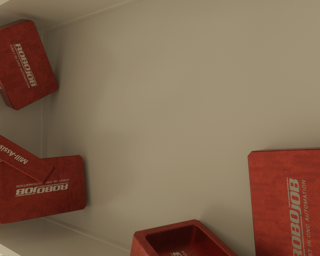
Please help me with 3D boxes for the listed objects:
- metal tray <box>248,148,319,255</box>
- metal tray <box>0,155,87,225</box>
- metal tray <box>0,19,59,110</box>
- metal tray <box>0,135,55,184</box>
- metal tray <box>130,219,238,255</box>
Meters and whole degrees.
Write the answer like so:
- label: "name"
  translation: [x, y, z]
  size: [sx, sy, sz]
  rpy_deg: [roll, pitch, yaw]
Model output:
- label: "metal tray"
  translation: [0.136, 0.084, 0.291]
  size: [0.090, 0.030, 0.129]
  rpy_deg: [-6, 86, 39]
- label: "metal tray"
  translation: [-0.189, 0.094, 0.493]
  size: [0.030, 0.131, 0.090]
  rpy_deg: [-14, 80, 59]
- label: "metal tray"
  translation: [-0.238, -0.107, 0.525]
  size: [0.030, 0.091, 0.129]
  rpy_deg: [19, 134, 38]
- label: "metal tray"
  translation: [-0.240, 0.043, 0.492]
  size: [0.090, 0.130, 0.030]
  rpy_deg: [-11, 47, 59]
- label: "metal tray"
  translation: [0.038, 0.146, 0.308]
  size: [0.130, 0.091, 0.030]
  rpy_deg: [31, 117, 53]
